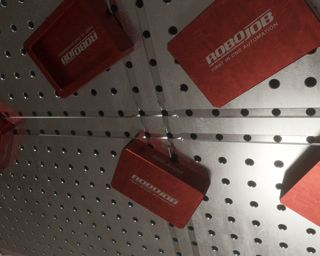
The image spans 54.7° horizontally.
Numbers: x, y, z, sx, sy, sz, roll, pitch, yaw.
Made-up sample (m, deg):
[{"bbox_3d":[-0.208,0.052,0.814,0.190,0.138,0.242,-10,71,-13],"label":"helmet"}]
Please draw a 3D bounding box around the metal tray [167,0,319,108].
[{"bbox_3d":[0.082,-0.089,0.309,0.130,0.030,0.090,-34,100,38],"label":"metal tray"}]

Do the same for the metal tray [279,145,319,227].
[{"bbox_3d":[0.206,0.058,0.335,0.090,0.030,0.129,31,128,7],"label":"metal tray"}]

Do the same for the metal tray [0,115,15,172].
[{"bbox_3d":[-0.330,0.020,0.591,0.090,0.030,0.129,35,129,4],"label":"metal tray"}]

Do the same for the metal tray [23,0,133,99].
[{"bbox_3d":[-0.108,-0.104,0.398,0.130,0.030,0.090,-25,105,36],"label":"metal tray"}]

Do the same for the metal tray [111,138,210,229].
[{"bbox_3d":[-0.003,0.083,0.460,0.130,0.030,0.089,29,128,9],"label":"metal tray"}]
